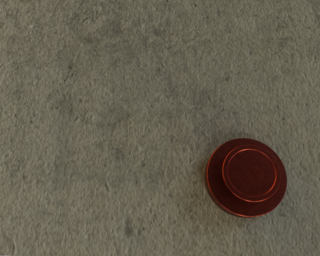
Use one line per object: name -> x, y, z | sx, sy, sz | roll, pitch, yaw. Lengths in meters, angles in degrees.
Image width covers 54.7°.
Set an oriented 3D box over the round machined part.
round machined part -> 0.107, 0.059, 0.379 | 0.099, 0.042, 0.098 | 0, 70, -1
